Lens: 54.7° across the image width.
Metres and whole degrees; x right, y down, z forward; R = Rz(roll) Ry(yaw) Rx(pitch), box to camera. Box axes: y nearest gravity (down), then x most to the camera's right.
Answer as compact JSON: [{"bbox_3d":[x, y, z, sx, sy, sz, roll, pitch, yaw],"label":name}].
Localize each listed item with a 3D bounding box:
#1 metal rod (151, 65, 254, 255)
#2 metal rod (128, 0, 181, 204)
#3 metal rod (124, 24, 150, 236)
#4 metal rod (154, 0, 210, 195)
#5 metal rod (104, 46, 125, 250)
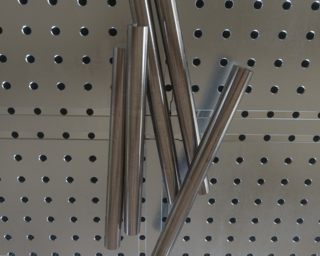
[{"bbox_3d":[0.048,0.062,0.409,0.025,0.025,0.298,18,110,-7],"label":"metal rod"},{"bbox_3d":[-0.003,-0.033,0.401,0.025,0.025,0.298,-9,110,3],"label":"metal rod"},{"bbox_3d":[-0.033,0.020,0.406,0.025,0.025,0.298,3,115,-2],"label":"metal rod"},{"bbox_3d":[0.029,-0.047,0.396,0.025,0.025,0.298,-11,110,4],"label":"metal rod"},{"bbox_3d":[-0.059,0.041,0.427,0.025,0.025,0.298,5,110,-2],"label":"metal rod"}]
